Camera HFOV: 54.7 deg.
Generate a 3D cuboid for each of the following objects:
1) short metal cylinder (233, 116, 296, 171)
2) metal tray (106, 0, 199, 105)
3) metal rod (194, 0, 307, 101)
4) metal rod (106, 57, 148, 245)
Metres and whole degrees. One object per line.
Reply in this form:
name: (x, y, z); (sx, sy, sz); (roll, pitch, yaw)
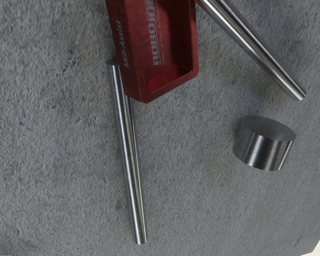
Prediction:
short metal cylinder: (0.156, 0.021, 0.470); (0.081, 0.080, 0.050); (-3, 120, -27)
metal tray: (-0.003, -0.101, 0.322); (0.091, 0.030, 0.129); (-32, 131, -31)
metal rod: (0.122, -0.100, 0.389); (0.301, 0.025, 0.025); (24, 105, -44)
metal rod: (-0.039, 0.052, 0.417); (0.025, 0.025, 0.298); (-16, 125, -19)
